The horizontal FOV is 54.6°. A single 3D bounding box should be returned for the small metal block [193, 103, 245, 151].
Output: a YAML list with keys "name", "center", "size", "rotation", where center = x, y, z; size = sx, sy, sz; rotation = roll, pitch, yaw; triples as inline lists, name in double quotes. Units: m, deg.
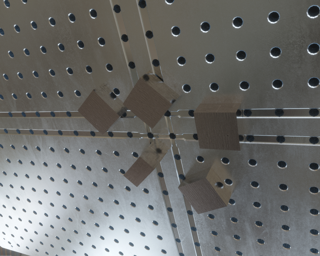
- name: "small metal block"
  center: [0.072, -0.002, 0.373]
  size: [0.050, 0.025, 0.050]
  rotation: [1, 119, 27]

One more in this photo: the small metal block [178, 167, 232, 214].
- name: "small metal block"
  center: [0.062, 0.088, 0.433]
  size: [0.050, 0.025, 0.050]
  rotation: [-29, 103, 37]

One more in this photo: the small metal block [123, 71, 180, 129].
- name: "small metal block"
  center: [-0.012, -0.036, 0.396]
  size: [0.050, 0.025, 0.050]
  rotation: [40, 129, 1]

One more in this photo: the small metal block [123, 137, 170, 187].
- name: "small metal block"
  center: [-0.018, 0.048, 0.435]
  size: [0.025, 0.050, 0.050]
  rotation: [41, 129, 0]

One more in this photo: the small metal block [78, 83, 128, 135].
- name: "small metal block"
  center: [-0.080, -0.026, 0.438]
  size: [0.050, 0.025, 0.050]
  rotation: [45, 129, -4]
